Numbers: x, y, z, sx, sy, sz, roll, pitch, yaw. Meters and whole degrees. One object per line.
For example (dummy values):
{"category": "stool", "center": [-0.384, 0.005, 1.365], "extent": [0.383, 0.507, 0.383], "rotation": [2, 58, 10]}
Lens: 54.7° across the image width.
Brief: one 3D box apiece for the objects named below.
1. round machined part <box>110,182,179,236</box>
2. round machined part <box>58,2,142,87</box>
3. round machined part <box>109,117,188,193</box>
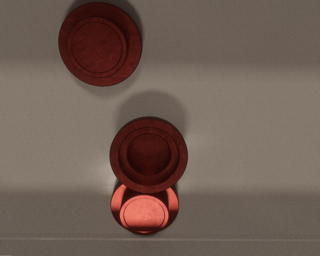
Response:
{"category": "round machined part", "center": [-0.022, 0.113, 0.444], "extent": [0.099, 0.042, 0.097], "rotation": [0, 110, -1]}
{"category": "round machined part", "center": [-0.071, -0.096, 0.366], "extent": [0.099, 0.042, 0.097], "rotation": [0, 110, -1]}
{"category": "round machined part", "center": [-0.014, 0.032, 0.408], "extent": [0.099, 0.042, 0.097], "rotation": [0, 100, -2]}
